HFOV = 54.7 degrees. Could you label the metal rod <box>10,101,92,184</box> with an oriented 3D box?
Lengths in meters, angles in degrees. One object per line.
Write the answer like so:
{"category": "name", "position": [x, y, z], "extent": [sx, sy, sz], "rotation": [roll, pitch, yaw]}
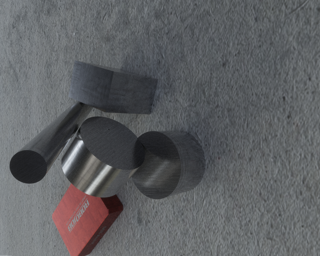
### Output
{"category": "metal rod", "position": [-0.103, -0.009, 0.360], "extent": [0.300, 0.025, 0.025], "rotation": [-108, 32, -75]}

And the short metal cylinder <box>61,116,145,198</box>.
{"category": "short metal cylinder", "position": [-0.065, 0.032, 0.358], "extent": [0.050, 0.081, 0.080], "rotation": [-52, 60, 29]}

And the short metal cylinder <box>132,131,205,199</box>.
{"category": "short metal cylinder", "position": [0.008, 0.043, 0.382], "extent": [0.080, 0.050, 0.080], "rotation": [0, 90, 40]}

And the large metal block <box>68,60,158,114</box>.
{"category": "large metal block", "position": [-0.063, -0.054, 0.421], "extent": [0.080, 0.081, 0.050], "rotation": [22, 104, 38]}

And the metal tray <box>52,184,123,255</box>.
{"category": "metal tray", "position": [-0.121, 0.137, 0.502], "extent": [0.090, 0.030, 0.129], "rotation": [50, 119, 28]}
